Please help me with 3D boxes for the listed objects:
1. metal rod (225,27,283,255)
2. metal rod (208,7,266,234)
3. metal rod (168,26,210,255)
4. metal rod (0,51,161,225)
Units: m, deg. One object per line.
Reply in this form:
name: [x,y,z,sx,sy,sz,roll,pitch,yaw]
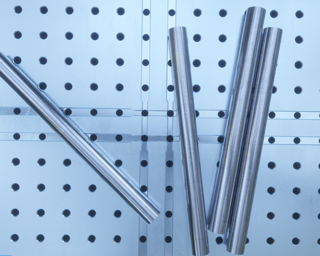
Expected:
metal rod: [0.125,0.017,0.414,0.025,0.025,0.299,10,90,0]
metal rod: [0.102,-0.010,0.413,0.025,0.025,0.299,10,90,0]
metal rod: [0.038,0.017,0.413,0.025,0.025,0.298,-6,90,0]
metal rod: [-0.114,0.013,0.412,0.025,0.025,0.300,-45,90,0]
